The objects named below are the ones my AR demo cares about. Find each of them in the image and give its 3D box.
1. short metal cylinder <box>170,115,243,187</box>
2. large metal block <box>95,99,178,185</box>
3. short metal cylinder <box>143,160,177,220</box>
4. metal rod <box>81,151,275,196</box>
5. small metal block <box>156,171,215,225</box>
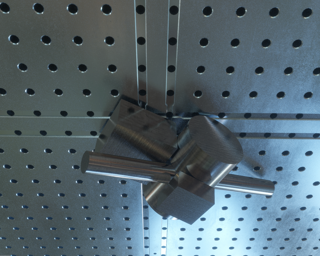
[{"bbox_3d":[0.058,0.030,0.397,0.080,0.080,0.050,22,127,-18],"label":"short metal cylinder"},{"bbox_3d":[-0.033,0.021,0.405,0.080,0.050,0.080,23,126,-19],"label":"large metal block"},{"bbox_3d":[0.023,0.082,0.441,0.080,0.080,0.050,24,126,-19],"label":"short metal cylinder"},{"bbox_3d":[0.045,0.066,0.412,0.302,0.025,0.025,13,131,-31],"label":"metal rod"},{"bbox_3d":[0.031,0.086,0.377,0.050,0.025,0.050,28,125,-12],"label":"small metal block"}]
